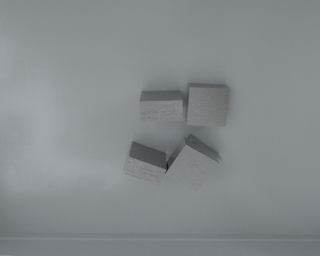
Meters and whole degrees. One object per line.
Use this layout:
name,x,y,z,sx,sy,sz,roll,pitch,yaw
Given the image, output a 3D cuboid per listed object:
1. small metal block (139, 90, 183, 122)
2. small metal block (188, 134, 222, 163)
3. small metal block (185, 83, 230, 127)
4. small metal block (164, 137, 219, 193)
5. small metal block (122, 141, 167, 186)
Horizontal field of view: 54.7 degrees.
small metal block,0.001,-0.029,0.388,0.050,0.050,0.025,-1,110,0
small metal block,0.048,0.045,0.429,0.050,0.025,0.050,34,106,-12
small metal block,0.060,-0.030,0.401,0.050,0.025,0.050,2,110,-2
small metal block,0.040,0.048,0.403,0.050,0.025,0.050,30,107,-11
small metal block,-0.020,0.046,0.415,0.050,0.050,0.025,20,109,-8
